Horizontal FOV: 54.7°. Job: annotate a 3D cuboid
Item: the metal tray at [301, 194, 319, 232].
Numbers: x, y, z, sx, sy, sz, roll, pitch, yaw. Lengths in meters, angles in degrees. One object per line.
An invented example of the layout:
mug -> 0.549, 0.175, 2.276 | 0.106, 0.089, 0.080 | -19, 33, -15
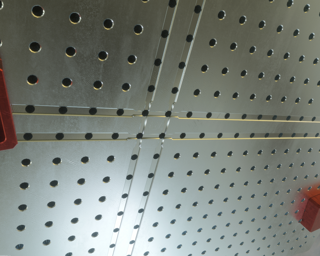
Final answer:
metal tray -> 0.415, 0.196, 0.761 | 0.131, 0.030, 0.089 | -13, 124, -22

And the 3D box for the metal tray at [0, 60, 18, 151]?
metal tray -> -0.210, -0.014, 0.284 | 0.131, 0.030, 0.089 | -10, 123, -23
